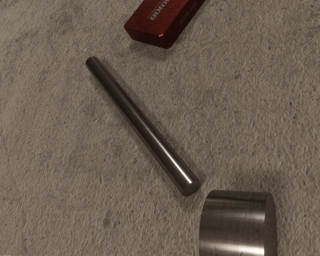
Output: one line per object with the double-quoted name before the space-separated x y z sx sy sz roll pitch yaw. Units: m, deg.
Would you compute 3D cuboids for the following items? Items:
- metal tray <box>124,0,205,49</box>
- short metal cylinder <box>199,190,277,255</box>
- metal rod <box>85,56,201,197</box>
"metal tray" 0.012 -0.197 0.514 0.090 0.030 0.130 26 76 36
"short metal cylinder" 0.071 0.096 0.272 0.050 0.080 0.080 -3 61 27
"metal rod" -0.040 -0.022 0.436 0.025 0.025 0.300 -41 51 0
